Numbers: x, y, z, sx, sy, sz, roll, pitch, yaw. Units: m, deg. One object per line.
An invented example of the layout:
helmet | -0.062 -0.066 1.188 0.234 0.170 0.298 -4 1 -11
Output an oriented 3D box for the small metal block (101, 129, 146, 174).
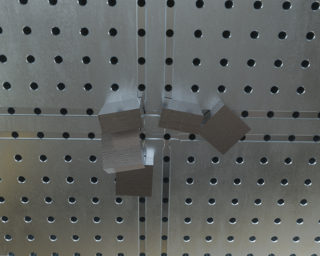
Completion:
small metal block | -0.049 0.030 0.409 0.050 0.025 0.050 -9 68 3

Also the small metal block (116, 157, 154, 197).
small metal block | -0.036 0.068 0.438 0.050 0.025 0.050 3 110 -2

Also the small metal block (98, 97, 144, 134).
small metal block | -0.047 -0.016 0.393 0.050 0.050 0.025 -9 110 3

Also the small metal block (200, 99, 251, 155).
small metal block | 0.083 -0.001 0.414 0.050 0.025 0.050 40 105 -14

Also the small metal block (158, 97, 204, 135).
small metal block | 0.025 -0.016 0.394 0.050 0.050 0.025 11 110 -4
